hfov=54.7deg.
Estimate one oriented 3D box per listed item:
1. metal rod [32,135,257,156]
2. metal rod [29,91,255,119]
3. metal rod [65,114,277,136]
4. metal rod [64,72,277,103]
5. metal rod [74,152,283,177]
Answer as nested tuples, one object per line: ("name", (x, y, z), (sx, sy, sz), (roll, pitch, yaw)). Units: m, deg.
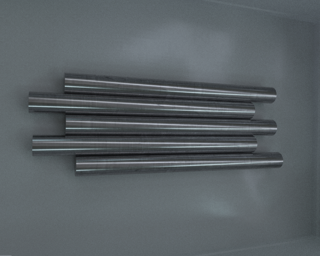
("metal rod", (-0.004, 0.022, 0.408), (0.303, 0.025, 0.025), (1, 90, -21))
("metal rod", (-0.008, -0.028, 0.407), (0.303, 0.025, 0.025), (1, 90, -21))
("metal rod", (0.029, -0.002, 0.421), (0.303, 0.025, 0.025), (1, 90, -21))
("metal rod", (0.028, -0.052, 0.420), (0.303, 0.025, 0.025), (1, 90, -21))
("metal rod", (0.040, 0.048, 0.425), (0.303, 0.025, 0.025), (1, 90, -21))
